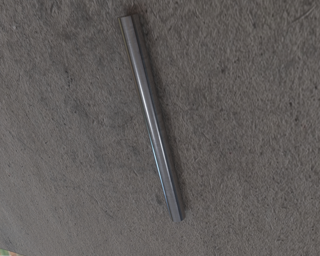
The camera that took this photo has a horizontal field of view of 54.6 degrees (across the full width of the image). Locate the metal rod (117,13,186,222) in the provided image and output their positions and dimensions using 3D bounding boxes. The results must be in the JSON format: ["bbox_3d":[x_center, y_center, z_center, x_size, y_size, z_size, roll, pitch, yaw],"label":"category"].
[{"bbox_3d":[-0.004,0.005,0.412,0.025,0.025,0.298,1,119,28],"label":"metal rod"}]
